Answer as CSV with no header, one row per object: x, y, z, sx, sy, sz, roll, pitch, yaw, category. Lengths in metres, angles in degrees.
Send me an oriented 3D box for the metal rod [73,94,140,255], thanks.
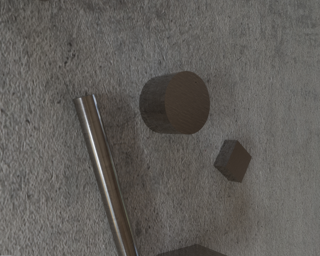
-0.048,0.108,0.366,0.025,0.025,0.298,-23,104,-38,metal rod

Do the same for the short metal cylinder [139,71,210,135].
0.020,-0.032,0.407,0.081,0.050,0.079,0,90,-40,short metal cylinder

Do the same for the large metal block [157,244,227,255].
0.051,0.199,0.414,0.081,0.080,0.050,5,87,-40,large metal block

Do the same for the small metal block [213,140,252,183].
0.120,0.054,0.509,0.050,0.025,0.050,44,63,-32,small metal block
